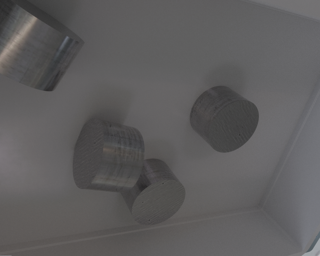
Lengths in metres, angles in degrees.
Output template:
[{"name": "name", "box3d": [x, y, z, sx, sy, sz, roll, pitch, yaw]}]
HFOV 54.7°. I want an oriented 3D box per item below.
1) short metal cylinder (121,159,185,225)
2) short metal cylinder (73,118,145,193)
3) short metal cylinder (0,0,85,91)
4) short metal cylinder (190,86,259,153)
[{"name": "short metal cylinder", "box3d": [-0.011, 0.091, 0.442, 0.081, 0.050, 0.079, -14, 124, -21]}, {"name": "short metal cylinder", "box3d": [-0.061, 0.033, 0.360, 0.050, 0.080, 0.080, 15, 111, -34]}, {"name": "short metal cylinder", "box3d": [-0.113, -0.075, 0.265, 0.080, 0.080, 0.050, 28, 103, -38]}, {"name": "short metal cylinder", "box3d": [0.089, -0.013, 0.433, 0.081, 0.050, 0.079, -14, 124, -21]}]
